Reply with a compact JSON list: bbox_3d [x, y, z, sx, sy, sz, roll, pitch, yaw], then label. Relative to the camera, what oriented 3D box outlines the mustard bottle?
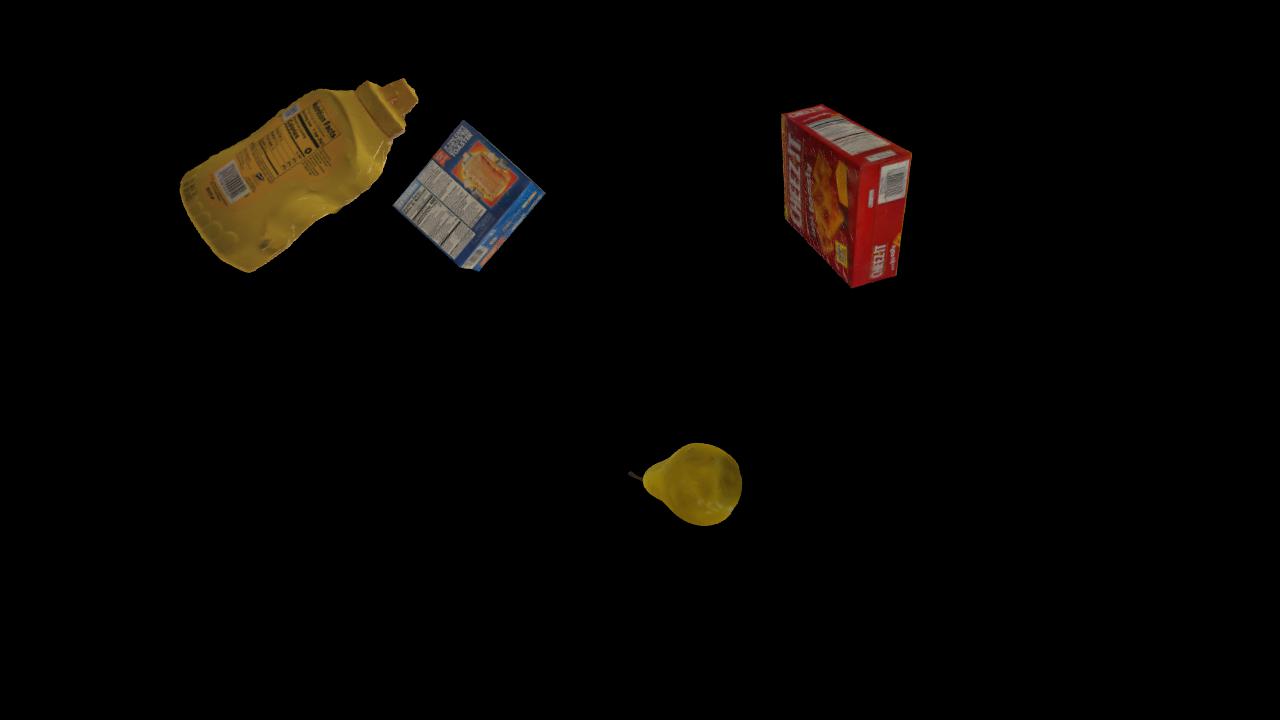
[{"bbox_3d":[-0.245,-0.152,0.461,0.184,0.092,0.054,-35,-22,0],"label":"mustard bottle"}]

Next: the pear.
[{"bbox_3d":[0.039,0.119,0.584,0.111,0.080,0.080,-14,-10,42],"label":"pear"}]

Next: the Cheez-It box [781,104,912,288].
[{"bbox_3d":[0.261,-0.224,0.815,0.071,0.166,0.223,-15,39,-4],"label":"Cheez-It box"}]

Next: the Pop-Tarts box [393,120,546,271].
[{"bbox_3d":[-0.256,-0.244,0.935,0.141,0.167,0.083,42,5,2],"label":"Pop-Tarts box"}]
